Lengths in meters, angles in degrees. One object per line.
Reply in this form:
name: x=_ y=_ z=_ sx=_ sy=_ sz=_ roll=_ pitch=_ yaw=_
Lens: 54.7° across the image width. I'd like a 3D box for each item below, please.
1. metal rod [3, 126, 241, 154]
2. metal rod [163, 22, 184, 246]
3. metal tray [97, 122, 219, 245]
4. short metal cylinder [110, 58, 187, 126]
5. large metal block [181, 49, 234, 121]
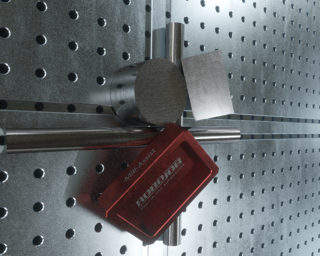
metal rod: x=-0.018 y=0.011 z=0.372 sx=0.303 sy=0.025 sz=0.025 roll=-1 pitch=91 yaw=-33
metal rod: x=0.019 y=0.008 z=0.425 sx=0.025 sy=0.025 sz=0.298 roll=1 pitch=90 yaw=-40
metal tray: x=0.002 y=0.068 z=0.374 sx=0.130 sy=0.030 sz=0.090 roll=-46 pitch=126 yaw=-7
short metal cylinder: x=-0.013 y=-0.042 z=0.381 sx=0.081 sy=0.050 sz=0.079 roll=0 pitch=90 yaw=-40
large metal block: x=0.065 y=-0.061 z=0.421 sx=0.080 sy=0.050 sz=0.080 roll=-58 pitch=136 yaw=-73
